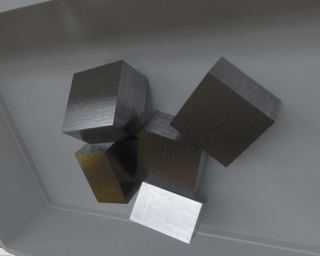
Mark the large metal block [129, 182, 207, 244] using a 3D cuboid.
[{"bbox_3d":[0.015,0.112,0.423,0.080,0.080,0.050,17,83,16],"label":"large metal block"}]

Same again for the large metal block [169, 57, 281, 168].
[{"bbox_3d":[0.071,-0.017,0.342,0.080,0.050,0.080,37,129,2],"label":"large metal block"}]

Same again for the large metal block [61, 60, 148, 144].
[{"bbox_3d":[-0.066,-0.028,0.380,0.080,0.080,0.050,-7,157,32],"label":"large metal block"}]

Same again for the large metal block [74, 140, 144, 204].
[{"bbox_3d":[-0.059,0.047,0.430,0.050,0.080,0.080,-6,116,30],"label":"large metal block"}]

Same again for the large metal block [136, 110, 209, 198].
[{"bbox_3d":[0.018,0.033,0.401,0.080,0.050,0.079,18,125,17],"label":"large metal block"}]
